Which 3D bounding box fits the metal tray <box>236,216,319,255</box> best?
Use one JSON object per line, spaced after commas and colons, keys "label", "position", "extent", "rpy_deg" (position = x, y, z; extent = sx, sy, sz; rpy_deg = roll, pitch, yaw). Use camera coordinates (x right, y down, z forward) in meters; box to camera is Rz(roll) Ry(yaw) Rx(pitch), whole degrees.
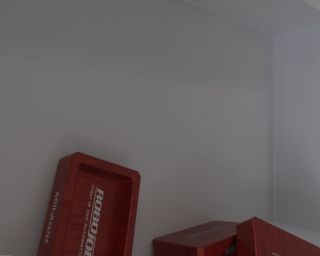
{"label": "metal tray", "position": [0.153, 0.175, 0.379], "extent": [0.131, 0.030, 0.090], "rpy_deg": [28, 44, -20]}

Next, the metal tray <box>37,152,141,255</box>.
{"label": "metal tray", "position": [-0.070, 0.100, 0.323], "extent": [0.090, 0.030, 0.130], "rpy_deg": [25, 59, -37]}

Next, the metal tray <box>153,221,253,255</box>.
{"label": "metal tray", "position": [0.068, 0.155, 0.418], "extent": [0.131, 0.090, 0.030], "rpy_deg": [0, 81, -40]}
